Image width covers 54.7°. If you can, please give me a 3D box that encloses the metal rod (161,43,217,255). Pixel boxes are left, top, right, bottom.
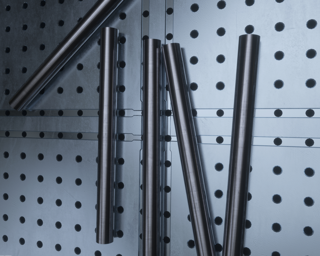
[{"bbox_3d":[0.039,0.039,0.398,0.025,0.025,0.298,-11,87,19],"label":"metal rod"}]

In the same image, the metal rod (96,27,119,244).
[{"bbox_3d":[-0.074,0.011,0.437,0.025,0.025,0.298,2,90,19],"label":"metal rod"}]

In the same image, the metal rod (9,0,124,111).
[{"bbox_3d":[-0.120,-0.133,0.453,0.299,0.025,0.025,-42,77,14],"label":"metal rod"}]

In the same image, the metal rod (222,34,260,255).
[{"bbox_3d":[0.098,0.039,0.377,0.025,0.025,0.298,5,92,19],"label":"metal rod"}]

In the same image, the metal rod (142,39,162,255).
[{"bbox_3d":[-0.011,0.033,0.415,0.025,0.025,0.298,0,90,19],"label":"metal rod"}]
